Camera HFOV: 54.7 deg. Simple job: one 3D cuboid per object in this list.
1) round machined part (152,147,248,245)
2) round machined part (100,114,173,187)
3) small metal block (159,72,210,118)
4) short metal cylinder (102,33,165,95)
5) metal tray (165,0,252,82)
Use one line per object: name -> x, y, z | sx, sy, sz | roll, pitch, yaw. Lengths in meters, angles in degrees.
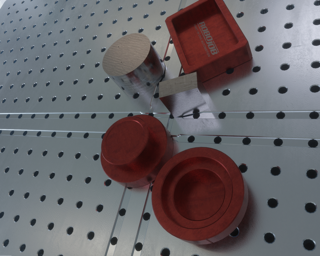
round machined part -> 0.044, 0.073, 0.329 | 0.098, 0.042, 0.098 | -13, 56, 21
round machined part -> -0.036, 0.024, 0.402 | 0.098, 0.042, 0.098 | -13, 56, 21
small metal block -> 0.032, -0.041, 0.401 | 0.050, 0.050, 0.025 | -13, 57, 21
short metal cylinder -> -0.040, -0.097, 0.472 | 0.080, 0.050, 0.080 | -13, 56, 21
metal tray -> 0.066, -0.133, 0.451 | 0.090, 0.030, 0.130 | -24, 53, 13
